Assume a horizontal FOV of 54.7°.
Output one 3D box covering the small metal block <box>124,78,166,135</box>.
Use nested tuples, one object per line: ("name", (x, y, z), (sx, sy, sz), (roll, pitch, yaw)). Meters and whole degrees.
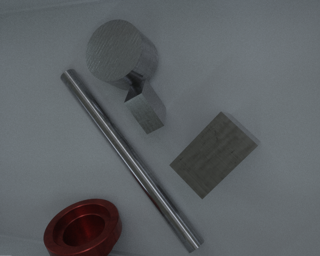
("small metal block", (-0.017, -0.028, 0.392), (0.025, 0.050, 0.050), (-27, 114, 18))

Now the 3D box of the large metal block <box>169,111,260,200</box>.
("large metal block", (0.067, 0.029, 0.357), (0.050, 0.080, 0.080), (46, 104, 14))

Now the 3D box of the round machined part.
("round machined part", (-0.098, 0.143, 0.412), (0.098, 0.098, 0.042), (-1, 118, 19))

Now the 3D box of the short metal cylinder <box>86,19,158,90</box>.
("short metal cylinder", (-0.049, -0.094, 0.408), (0.080, 0.050, 0.080), (-3, 82, 22))

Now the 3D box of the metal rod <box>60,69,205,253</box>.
("metal rod", (-0.044, 0.036, 0.425), (0.025, 0.025, 0.300), (-42, 77, 15))
